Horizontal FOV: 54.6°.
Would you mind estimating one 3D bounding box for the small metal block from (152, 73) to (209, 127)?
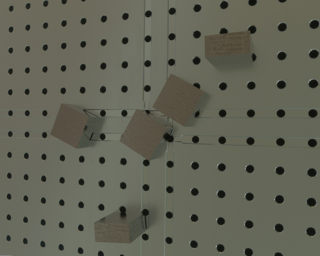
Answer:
[{"bbox_3d":[0.027,-0.036,0.404,0.050,0.025,0.050,32,100,17],"label":"small metal block"}]

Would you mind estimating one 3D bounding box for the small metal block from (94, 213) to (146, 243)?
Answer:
[{"bbox_3d":[-0.053,0.134,0.419,0.050,0.050,0.025,-5,88,20],"label":"small metal block"}]

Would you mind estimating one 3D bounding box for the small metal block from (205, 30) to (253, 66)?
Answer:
[{"bbox_3d":[0.084,-0.094,0.370,0.050,0.050,0.025,-1,90,20],"label":"small metal block"}]

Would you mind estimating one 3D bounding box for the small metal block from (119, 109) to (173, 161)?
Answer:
[{"bbox_3d":[-0.019,0.009,0.420,0.050,0.025,0.050,32,100,17],"label":"small metal block"}]

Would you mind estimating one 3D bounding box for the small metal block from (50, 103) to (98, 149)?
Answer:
[{"bbox_3d":[-0.127,-0.003,0.458,0.050,0.025,0.050,25,98,18],"label":"small metal block"}]
